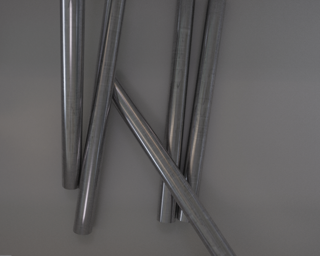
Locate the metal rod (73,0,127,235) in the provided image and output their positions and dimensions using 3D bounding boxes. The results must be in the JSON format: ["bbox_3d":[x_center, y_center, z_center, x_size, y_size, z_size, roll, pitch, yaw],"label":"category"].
[{"bbox_3d":[-0.077,-0.009,0.389,0.025,0.025,0.298,10,99,0],"label":"metal rod"}]

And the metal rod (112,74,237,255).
[{"bbox_3d":[0.007,0.049,0.386,0.025,0.025,0.299,-34,80,0],"label":"metal rod"}]

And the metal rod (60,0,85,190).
[{"bbox_3d":[-0.099,-0.059,0.349,0.025,0.025,0.298,8,115,0],"label":"metal rod"}]

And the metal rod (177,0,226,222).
[{"bbox_3d":[0.055,-0.026,0.411,0.025,0.025,0.298,8,90,0],"label":"metal rod"}]

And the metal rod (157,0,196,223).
[{"bbox_3d":[0.022,-0.026,0.411,0.025,0.025,0.298,5,90,0],"label":"metal rod"}]
